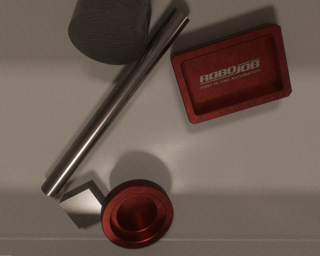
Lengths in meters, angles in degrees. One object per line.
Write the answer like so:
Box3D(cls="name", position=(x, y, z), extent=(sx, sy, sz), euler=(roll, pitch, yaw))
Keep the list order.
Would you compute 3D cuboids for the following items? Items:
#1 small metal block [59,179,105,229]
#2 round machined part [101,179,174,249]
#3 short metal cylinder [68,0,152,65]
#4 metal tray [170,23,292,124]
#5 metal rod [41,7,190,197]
Box3D(cls="small metal block", position=(-0.108, 0.111, 0.451), extent=(0.050, 0.025, 0.050), euler=(-28, 108, 9))
Box3D(cls="round machined part", position=(-0.034, 0.116, 0.437), extent=(0.099, 0.042, 0.097), euler=(-4, 108, -13))
Box3D(cls="short metal cylinder", position=(-0.052, -0.112, 0.333), extent=(0.080, 0.080, 0.050), euler=(6, 65, 3))
Box3D(cls="metal tray", position=(0.087, -0.067, 0.385), extent=(0.131, 0.030, 0.090), euler=(-17, 110, 5))
Box3D(cls="metal rod", position=(-0.066, -0.022, 0.402), extent=(0.025, 0.025, 0.299), euler=(36, 106, -13))
